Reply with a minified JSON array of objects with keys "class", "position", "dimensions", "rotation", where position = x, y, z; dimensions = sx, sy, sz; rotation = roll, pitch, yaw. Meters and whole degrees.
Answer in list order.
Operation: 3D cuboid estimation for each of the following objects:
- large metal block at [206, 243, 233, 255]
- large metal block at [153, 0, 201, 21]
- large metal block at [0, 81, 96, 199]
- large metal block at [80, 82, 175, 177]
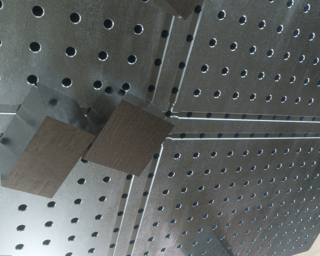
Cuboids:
[{"class":"large metal block","position":[0.127,0.303,0.656],"dimensions":[0.080,0.050,0.080],"rotation":[-41,130,-1]},{"class":"large metal block","position":[0.013,-0.167,0.300],"dimensions":[0.080,0.050,0.080],"rotation":[32,100,-39]},{"class":"large metal block","position":[-0.119,0.011,0.318],"dimensions":[0.050,0.080,0.080],"rotation":[28,103,-38]},{"class":"large metal block","position":[-0.044,0.004,0.375],"dimensions":[0.080,0.050,0.080],"rotation":[25,104,-37]}]
